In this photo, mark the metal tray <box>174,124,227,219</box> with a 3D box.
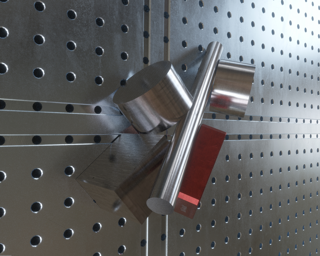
[{"bbox_3d":[0.047,0.061,0.396,0.130,0.030,0.090,83,31,-67],"label":"metal tray"}]

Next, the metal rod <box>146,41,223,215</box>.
[{"bbox_3d":[0.043,-0.028,0.378,0.025,0.025,0.301,54,37,-26],"label":"metal rod"}]

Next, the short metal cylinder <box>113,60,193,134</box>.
[{"bbox_3d":[-0.008,-0.036,0.368,0.080,0.080,0.050,-51,121,-28],"label":"short metal cylinder"}]

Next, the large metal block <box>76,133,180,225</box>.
[{"bbox_3d":[-0.033,0.052,0.347,0.080,0.080,0.050,-47,119,-30],"label":"large metal block"}]

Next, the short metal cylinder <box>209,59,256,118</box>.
[{"bbox_3d":[0.107,-0.058,0.459,0.080,0.050,0.080,12,91,-78],"label":"short metal cylinder"}]
